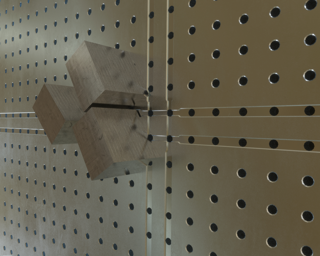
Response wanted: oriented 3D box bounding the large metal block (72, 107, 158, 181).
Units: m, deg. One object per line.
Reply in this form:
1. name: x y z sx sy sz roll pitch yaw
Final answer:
1. large metal block: -0.061 0.020 0.425 0.050 0.081 0.080 -39 66 33

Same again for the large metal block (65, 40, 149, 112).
1. large metal block: -0.074 -0.068 0.436 0.050 0.081 0.080 -39 67 33

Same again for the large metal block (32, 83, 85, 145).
1. large metal block: -0.141 -0.022 0.491 0.050 0.081 0.080 -52 60 27
